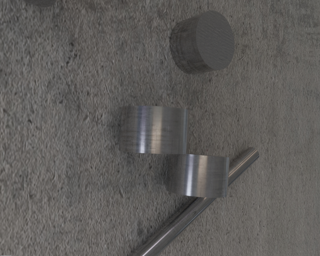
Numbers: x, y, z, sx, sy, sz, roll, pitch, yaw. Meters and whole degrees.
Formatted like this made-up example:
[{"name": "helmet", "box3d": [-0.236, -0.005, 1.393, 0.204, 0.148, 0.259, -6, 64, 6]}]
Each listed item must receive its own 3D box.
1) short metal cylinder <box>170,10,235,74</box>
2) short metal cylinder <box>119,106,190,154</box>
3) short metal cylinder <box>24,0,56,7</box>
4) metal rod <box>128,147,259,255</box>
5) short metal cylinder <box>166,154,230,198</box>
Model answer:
[{"name": "short metal cylinder", "box3d": [0.061, -0.119, 0.439, 0.081, 0.050, 0.079, 0, 90, -40]}, {"name": "short metal cylinder", "box3d": [-0.007, 0.003, 0.363, 0.081, 0.080, 0.050, 4, 88, -40]}, {"name": "short metal cylinder", "box3d": [-0.113, -0.157, 0.274, 0.080, 0.080, 0.050, 44, 64, -32]}, {"name": "metal rod", "box3d": [0.058, 0.110, 0.453, 0.302, 0.025, 0.025, -32, 110, -35]}, {"name": "short metal cylinder", "box3d": [0.050, 0.060, 0.411, 0.081, 0.080, 0.050, 8, 85, -40]}]
